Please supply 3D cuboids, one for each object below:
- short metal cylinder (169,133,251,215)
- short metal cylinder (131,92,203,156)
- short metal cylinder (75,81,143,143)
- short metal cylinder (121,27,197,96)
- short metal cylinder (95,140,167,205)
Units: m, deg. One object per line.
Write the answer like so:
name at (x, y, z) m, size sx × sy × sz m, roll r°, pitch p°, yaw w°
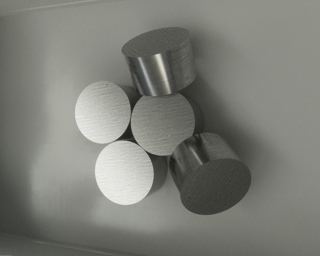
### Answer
short metal cylinder at (0.055, 0.052, 0.354) m, size 0.081 × 0.050 × 0.079 m, roll -7°, pitch 122°, yaw -11°
short metal cylinder at (0.011, -0.007, 0.391) m, size 0.080 × 0.050 × 0.079 m, roll 0°, pitch 90°, yaw 19°
short metal cylinder at (-0.065, -0.020, 0.417) m, size 0.080 × 0.050 × 0.079 m, roll 0°, pitch 90°, yaw 19°
short metal cylinder at (0.000, -0.081, 0.371) m, size 0.080 × 0.080 × 0.050 m, roll -3°, pitch 127°, yaw 19°
short metal cylinder at (-0.037, 0.055, 0.407) m, size 0.080 × 0.050 × 0.079 m, roll 0°, pitch 90°, yaw 19°
